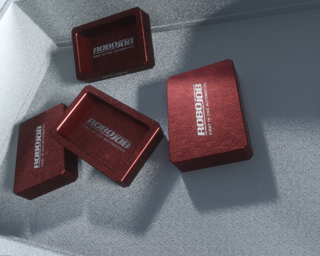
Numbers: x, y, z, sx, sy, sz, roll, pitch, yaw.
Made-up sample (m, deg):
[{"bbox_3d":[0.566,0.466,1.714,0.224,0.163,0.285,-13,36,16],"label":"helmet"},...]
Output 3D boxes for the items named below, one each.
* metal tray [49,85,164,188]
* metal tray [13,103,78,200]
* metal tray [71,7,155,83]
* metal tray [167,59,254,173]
[{"bbox_3d":[-0.072,0.008,0.414,0.130,0.030,0.090,29,76,23],"label":"metal tray"},{"bbox_3d":[-0.173,0.033,0.473,0.090,0.030,0.130,-24,53,13],"label":"metal tray"},{"bbox_3d":[-0.077,-0.129,0.497,0.130,0.030,0.089,-9,86,23],"label":"metal tray"},{"bbox_3d":[0.057,-0.017,0.383,0.090,0.030,0.130,-14,56,20],"label":"metal tray"}]
